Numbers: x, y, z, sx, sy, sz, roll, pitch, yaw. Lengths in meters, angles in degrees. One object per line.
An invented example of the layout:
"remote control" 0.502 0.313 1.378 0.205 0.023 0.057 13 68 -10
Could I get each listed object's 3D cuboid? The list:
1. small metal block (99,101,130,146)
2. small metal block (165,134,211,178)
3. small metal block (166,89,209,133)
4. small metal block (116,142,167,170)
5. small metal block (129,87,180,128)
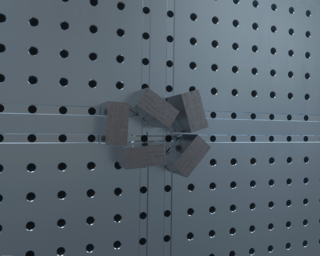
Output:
"small metal block" -0.057 -0.005 0.378 0.025 0.050 0.050 4 89 -20
"small metal block" 0.033 0.035 0.410 0.025 0.050 0.050 44 76 -14
"small metal block" 0.035 -0.021 0.411 0.025 0.050 0.050 -17 95 -19
"small metal block" -0.025 0.034 0.390 0.050 0.050 0.025 -5 92 -20
"small metal block" -0.010 -0.024 0.395 0.050 0.050 0.025 35 80 -17
